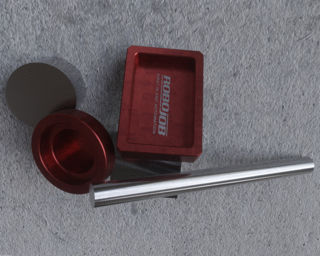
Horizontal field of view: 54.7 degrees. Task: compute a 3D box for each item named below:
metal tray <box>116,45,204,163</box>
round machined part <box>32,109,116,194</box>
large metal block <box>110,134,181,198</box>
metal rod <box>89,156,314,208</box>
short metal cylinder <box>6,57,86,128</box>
[{"bbox_3d":[0.002,-0.029,0.357,0.091,0.030,0.130,4,70,-2],"label":"metal tray"},{"bbox_3d":[-0.096,0.024,0.362,0.098,0.042,0.097,6,110,18],"label":"round machined part"},{"bbox_3d":[-0.018,0.044,0.397,0.081,0.080,0.050,4,110,-2],"label":"large metal block"},{"bbox_3d":[0.069,0.059,0.371,0.303,0.025,0.025,-3,112,-25],"label":"metal rod"},{"bbox_3d":[-0.137,-0.044,0.380,0.081,0.050,0.079,0,110,-1],"label":"short metal cylinder"}]
